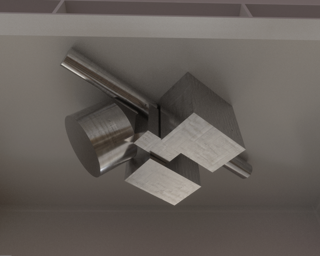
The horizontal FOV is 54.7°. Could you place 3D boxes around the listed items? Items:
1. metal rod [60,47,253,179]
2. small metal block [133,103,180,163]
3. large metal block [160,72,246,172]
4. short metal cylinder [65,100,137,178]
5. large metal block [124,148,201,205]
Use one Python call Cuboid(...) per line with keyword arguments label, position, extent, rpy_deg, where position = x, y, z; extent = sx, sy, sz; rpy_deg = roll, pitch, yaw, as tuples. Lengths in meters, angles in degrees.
Cuboid(label="metal rod", position=(0.013, -0.007, 0.403), extent=(0.301, 0.025, 0.025), rpy_deg=(32, 123, -25))
Cuboid(label="small metal block", position=(-0.002, 0.006, 0.366), extent=(0.050, 0.050, 0.025), rpy_deg=(33, 122, -25))
Cuboid(label="large metal block", position=(0.048, -0.007, 0.367), extent=(0.080, 0.080, 0.050), rpy_deg=(33, 123, -25))
Cuboid(label="short metal cylinder", position=(-0.072, 0.012, 0.373), extent=(0.050, 0.080, 0.079), rpy_deg=(-28, 138, -30))
Cuboid(label="large metal block", position=(0.004, 0.042, 0.408), extent=(0.080, 0.080, 0.050), rpy_deg=(32, 123, -25))
